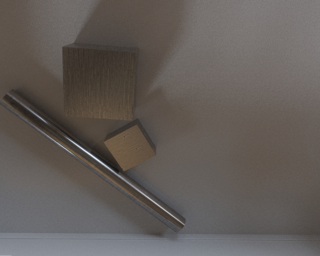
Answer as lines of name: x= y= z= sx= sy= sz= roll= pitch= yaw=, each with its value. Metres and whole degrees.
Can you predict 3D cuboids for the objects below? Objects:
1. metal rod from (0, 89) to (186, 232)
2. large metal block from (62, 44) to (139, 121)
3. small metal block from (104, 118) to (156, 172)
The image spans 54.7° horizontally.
metal rod: x=-0.082 y=0.053 z=0.429 sx=0.301 sy=0.025 sz=0.025 roll=39 pitch=105 yaw=-14
large metal block: x=-0.070 y=-0.057 z=0.376 sx=0.081 sy=0.050 sz=0.079 roll=4 pitch=110 yaw=-2
small metal block: x=-0.039 y=0.023 z=0.419 sx=0.050 sy=0.025 sz=0.050 roll=-28 pitch=108 yaw=9
